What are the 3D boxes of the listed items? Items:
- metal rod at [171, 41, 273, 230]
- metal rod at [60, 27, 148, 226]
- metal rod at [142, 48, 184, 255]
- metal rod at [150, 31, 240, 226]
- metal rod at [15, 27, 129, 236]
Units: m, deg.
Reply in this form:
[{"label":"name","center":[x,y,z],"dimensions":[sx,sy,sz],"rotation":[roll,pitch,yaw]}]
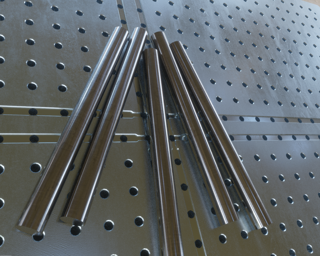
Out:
[{"label":"metal rod","center":[0.079,-0.002,0.451],"dimensions":[0.025,0.025,0.299],"rotation":[-10,67,-32]},{"label":"metal rod","center":[-0.059,-0.027,0.393],"dimensions":[0.025,0.025,0.300],"rotation":[23,53,-14]},{"label":"metal rod","center":[0.000,0.018,0.397],"dimensions":[0.025,0.025,0.299],"rotation":[8,58,-24]},{"label":"metal rod","center":[0.041,-0.014,0.438],"dimensions":[0.025,0.025,0.299],"rotation":[-5,64,-30]},{"label":"metal rod","center":[-0.089,-0.023,0.373],"dimensions":[0.025,0.025,0.300],"rotation":[25,53,-13]}]
